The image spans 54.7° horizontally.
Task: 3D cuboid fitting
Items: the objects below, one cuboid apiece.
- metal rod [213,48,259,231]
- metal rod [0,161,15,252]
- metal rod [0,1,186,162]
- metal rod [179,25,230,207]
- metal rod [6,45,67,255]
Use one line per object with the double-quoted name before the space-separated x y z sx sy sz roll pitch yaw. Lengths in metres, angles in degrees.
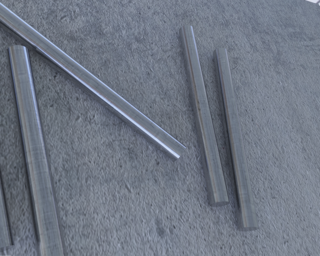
"metal rod" 0.107 -0.003 0.462 0.025 0.025 0.299 12 56 -22
"metal rod" -0.189 -0.026 0.317 0.025 0.025 0.299 -8 66 -32
"metal rod" -0.093 -0.059 0.389 0.300 0.025 0.025 38 51 -3
"metal rod" 0.060 -0.036 0.457 0.025 0.025 0.299 8 58 -24
"metal rod" -0.123 0.041 0.311 0.025 0.025 0.299 -5 64 -31
